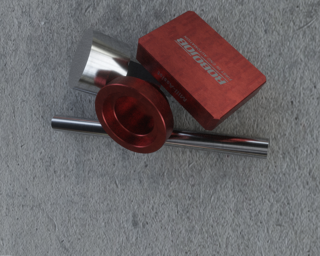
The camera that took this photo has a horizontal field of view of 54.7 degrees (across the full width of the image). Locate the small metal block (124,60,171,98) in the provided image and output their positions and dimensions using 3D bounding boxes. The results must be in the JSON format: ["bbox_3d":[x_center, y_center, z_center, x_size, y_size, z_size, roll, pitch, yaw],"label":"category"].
[{"bbox_3d":[-0.011,-0.062,0.399,0.050,0.050,0.025,25,99,18],"label":"small metal block"}]

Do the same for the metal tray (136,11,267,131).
[{"bbox_3d":[0.046,-0.071,0.364,0.090,0.030,0.130,-37,75,-24],"label":"metal tray"}]

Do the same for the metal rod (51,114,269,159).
[{"bbox_3d":[-0.014,0.008,0.415,0.301,0.025,0.025,7,92,19],"label":"metal rod"}]

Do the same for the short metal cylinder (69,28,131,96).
[{"bbox_3d":[-0.080,-0.082,0.404,0.080,0.050,0.080,-33,48,48],"label":"short metal cylinder"}]

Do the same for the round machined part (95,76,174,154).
[{"bbox_3d":[-0.027,-0.020,0.378,0.098,0.042,0.097,18,133,21],"label":"round machined part"}]
